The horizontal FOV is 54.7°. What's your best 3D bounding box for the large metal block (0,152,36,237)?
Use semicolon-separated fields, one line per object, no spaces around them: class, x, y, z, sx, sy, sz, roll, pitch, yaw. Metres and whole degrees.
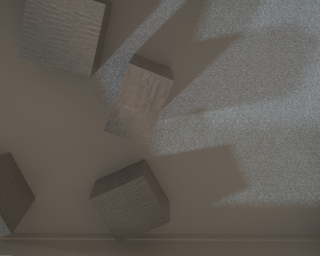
large metal block;-0.221;0.090;0.412;0.050;0.080;0.080;-17;109;6

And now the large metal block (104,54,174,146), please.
large metal block;-0.024;-0.037;0.368;0.050;0.080;0.079;21;109;-8

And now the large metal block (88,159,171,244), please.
large metal block;-0.040;0.102;0.435;0.080;0.050;0.080;-25;109;8

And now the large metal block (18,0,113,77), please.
large metal block;-0.106;-0.112;0.355;0.081;0.050;0.079;15;109;-6
